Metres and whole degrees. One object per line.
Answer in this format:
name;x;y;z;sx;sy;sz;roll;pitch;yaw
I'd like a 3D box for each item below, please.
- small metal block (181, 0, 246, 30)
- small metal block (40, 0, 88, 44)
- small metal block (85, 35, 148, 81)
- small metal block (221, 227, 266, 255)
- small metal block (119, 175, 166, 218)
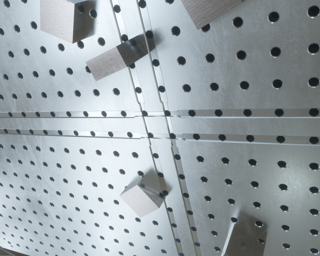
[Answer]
small metal block;0.049;-0.133;0.303;0.050;0.025;0.050;-23;106;36
small metal block;-0.121;-0.141;0.389;0.050;0.025;0.050;25;127;12
small metal block;-0.051;-0.084;0.371;0.050;0.050;0.025;-16;110;34
small metal block;0.118;0.179;0.444;0.050;0.050;0.025;26;128;12
small metal block;-0.028;0.110;0.495;0.050;0.025;0.050;48;129;-6
